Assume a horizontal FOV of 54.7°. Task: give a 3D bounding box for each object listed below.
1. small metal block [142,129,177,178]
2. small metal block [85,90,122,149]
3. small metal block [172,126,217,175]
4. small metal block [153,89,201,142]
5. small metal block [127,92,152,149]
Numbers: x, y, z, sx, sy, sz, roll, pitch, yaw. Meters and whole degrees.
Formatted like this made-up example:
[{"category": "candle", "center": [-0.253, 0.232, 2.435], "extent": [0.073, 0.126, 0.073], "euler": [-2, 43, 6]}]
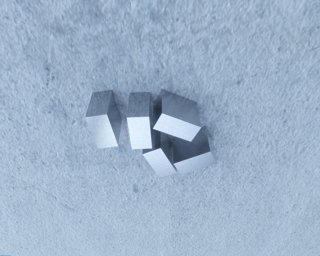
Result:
[{"category": "small metal block", "center": [0.000, 0.030, 0.416], "extent": [0.025, 0.050, 0.050], "euler": [-20, 128, 16]}, {"category": "small metal block", "center": [-0.067, -0.011, 0.380], "extent": [0.025, 0.050, 0.050], "euler": [-8, 130, 6]}, {"category": "small metal block", "center": [0.045, 0.030, 0.417], "extent": [0.050, 0.050, 0.025], "euler": [-21, 127, 16]}, {"category": "small metal block", "center": [0.020, -0.016, 0.378], "extent": [0.050, 0.050, 0.025], "euler": [19, 127, -16]}, {"category": "small metal block", "center": [-0.024, -0.009, 0.383], "extent": [0.025, 0.050, 0.050], "euler": [-2, 130, 2]}]
